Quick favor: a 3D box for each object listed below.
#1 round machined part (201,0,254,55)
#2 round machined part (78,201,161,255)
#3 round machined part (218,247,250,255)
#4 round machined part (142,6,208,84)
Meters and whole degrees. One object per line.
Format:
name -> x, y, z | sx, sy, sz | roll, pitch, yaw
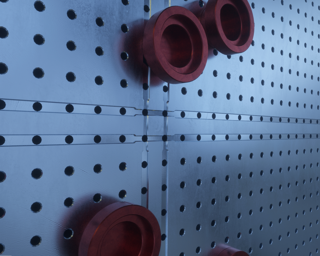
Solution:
round machined part -> 0.102, -0.163, 0.486 | 0.099, 0.042, 0.097 | 0, 90, -40
round machined part -> -0.049, 0.134, 0.359 | 0.099, 0.042, 0.097 | 0, 90, -40
round machined part -> 0.127, 0.252, 0.508 | 0.099, 0.042, 0.097 | 0, 90, -40
round machined part -> 0.016, -0.107, 0.413 | 0.099, 0.042, 0.097 | 0, 90, -40
